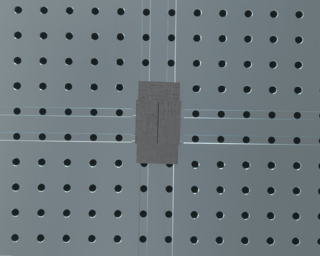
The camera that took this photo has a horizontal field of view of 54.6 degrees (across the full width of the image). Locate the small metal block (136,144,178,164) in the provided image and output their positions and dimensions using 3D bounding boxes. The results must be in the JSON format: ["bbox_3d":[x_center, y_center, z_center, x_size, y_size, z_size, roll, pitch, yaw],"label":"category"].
[{"bbox_3d":[-0.003,0.031,0.400,0.050,0.050,0.025,2,90,0],"label":"small metal block"}]

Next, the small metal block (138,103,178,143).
[{"bbox_3d":[-0.003,-0.007,0.413,0.050,0.025,0.050,2,90,1],"label":"small metal block"}]

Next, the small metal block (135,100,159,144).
[{"bbox_3d":[-0.015,-0.007,0.375,0.025,0.050,0.050,2,90,0],"label":"small metal block"}]

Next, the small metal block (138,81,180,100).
[{"bbox_3d":[-0.001,-0.044,0.400,0.050,0.050,0.025,2,90,0],"label":"small metal block"}]

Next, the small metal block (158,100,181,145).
[{"bbox_3d":[0.011,-0.006,0.376,0.025,0.050,0.050,2,90,1],"label":"small metal block"}]
